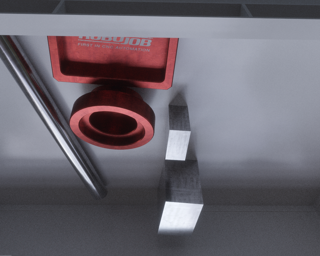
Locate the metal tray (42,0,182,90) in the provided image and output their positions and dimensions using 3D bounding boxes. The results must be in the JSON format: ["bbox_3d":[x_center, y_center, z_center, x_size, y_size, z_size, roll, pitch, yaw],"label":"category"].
[{"bbox_3d":[-0.048,-0.090,0.328,0.131,0.030,0.089,4,130,-4],"label":"metal tray"}]

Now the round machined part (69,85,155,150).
[{"bbox_3d":[-0.055,-0.015,0.372,0.099,0.042,0.098,2,148,2],"label":"round machined part"}]

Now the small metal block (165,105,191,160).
[{"bbox_3d":[0.021,0.006,0.398,0.025,0.050,0.050,4,130,-4],"label":"small metal block"}]

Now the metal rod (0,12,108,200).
[{"bbox_3d":[-0.135,-0.004,0.403,0.025,0.025,0.299,-12,130,9],"label":"metal rod"}]

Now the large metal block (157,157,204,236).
[{"bbox_3d":[0.026,0.102,0.461,0.050,0.080,0.079,6,130,-6],"label":"large metal block"}]
